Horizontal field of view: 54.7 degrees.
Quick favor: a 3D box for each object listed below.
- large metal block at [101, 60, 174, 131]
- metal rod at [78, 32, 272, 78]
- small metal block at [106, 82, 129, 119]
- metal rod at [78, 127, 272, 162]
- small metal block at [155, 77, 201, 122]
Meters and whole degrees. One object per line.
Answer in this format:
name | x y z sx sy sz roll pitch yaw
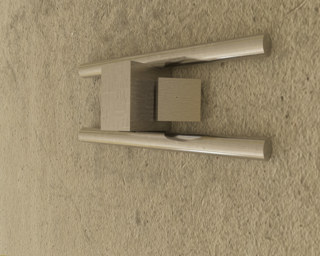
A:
large metal block | -0.027 -0.037 0.394 0.050 0.081 0.079 1 91 40
metal rod | -0.007 -0.089 0.410 0.300 0.025 0.025 2 91 39
small metal block | -0.059 -0.037 0.435 0.025 0.050 0.050 1 91 0
metal rod | -0.006 0.016 0.410 0.300 0.025 0.025 3 92 39
small metal block | 0.021 -0.033 0.370 0.025 0.050 0.050 -178 89 -81
